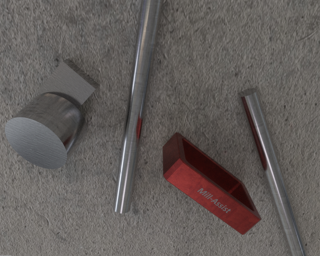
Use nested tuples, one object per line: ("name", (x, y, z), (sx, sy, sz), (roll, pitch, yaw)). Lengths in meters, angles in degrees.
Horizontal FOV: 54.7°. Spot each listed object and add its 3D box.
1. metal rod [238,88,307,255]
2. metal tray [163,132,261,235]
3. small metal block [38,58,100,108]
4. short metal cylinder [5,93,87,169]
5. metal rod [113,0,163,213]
("metal rod", (0.167, 0.084, 0.442), (0.025, 0.025, 0.299), (-21, 109, 7))
("metal tray", (0.063, 0.068, 0.400), (0.130, 0.090, 0.030), (37, 106, -13))
("small metal block", (-0.114, -0.051, 0.390), (0.050, 0.025, 0.050), (41, 105, -14))
("short metal cylinder", (-0.138, 0.004, 0.381), (0.080, 0.050, 0.079), (11, 131, 13))
("metal rod", (-0.031, -0.021, 0.401), (0.025, 0.025, 0.298), (9, 110, -4))
